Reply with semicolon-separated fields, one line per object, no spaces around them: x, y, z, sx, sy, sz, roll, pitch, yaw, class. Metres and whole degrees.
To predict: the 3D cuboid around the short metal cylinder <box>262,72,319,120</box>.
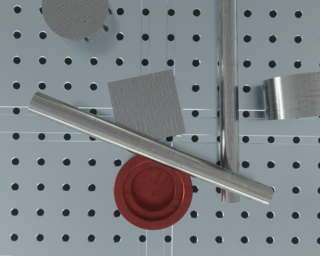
0.172;-0.038;0.387;0.080;0.080;0.050;-5;90;0;short metal cylinder

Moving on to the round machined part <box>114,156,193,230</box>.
-0.008;0.078;0.405;0.099;0.042;0.097;0;90;0;round machined part

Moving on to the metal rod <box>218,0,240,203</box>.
0.092;-0.052;0.413;0.025;0.025;0.298;-1;90;0;metal rod

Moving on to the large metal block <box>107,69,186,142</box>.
-0.016;-0.024;0.401;0.080;0.050;0.080;-12;90;0;large metal block

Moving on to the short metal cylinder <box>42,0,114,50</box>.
-0.103;-0.147;0.400;0.081;0.050;0.080;0;90;0;short metal cylinder

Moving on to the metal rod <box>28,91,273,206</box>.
-0.002;0.028;0.366;0.302;0.025;0.025;23;90;-9;metal rod
